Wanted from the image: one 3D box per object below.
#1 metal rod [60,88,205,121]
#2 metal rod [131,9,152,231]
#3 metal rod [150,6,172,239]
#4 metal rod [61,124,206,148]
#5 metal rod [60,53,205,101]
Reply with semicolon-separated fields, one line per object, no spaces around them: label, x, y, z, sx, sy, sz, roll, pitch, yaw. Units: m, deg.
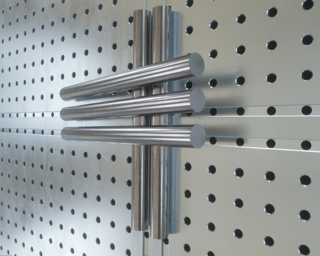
metal rod;-0.062;-0.026;0.431;0.300;0.025;0.025;-1;89;48
metal rod;-0.026;-0.010;0.429;0.025;0.025;0.298;1;91;39
metal rod;0.001;-0.007;0.407;0.025;0.025;0.298;1;91;39
metal rod;-0.061;0.009;0.430;0.300;0.025;0.025;0;90;48
metal rod;-0.063;-0.063;0.432;0.300;0.025;0.025;-2;89;47
